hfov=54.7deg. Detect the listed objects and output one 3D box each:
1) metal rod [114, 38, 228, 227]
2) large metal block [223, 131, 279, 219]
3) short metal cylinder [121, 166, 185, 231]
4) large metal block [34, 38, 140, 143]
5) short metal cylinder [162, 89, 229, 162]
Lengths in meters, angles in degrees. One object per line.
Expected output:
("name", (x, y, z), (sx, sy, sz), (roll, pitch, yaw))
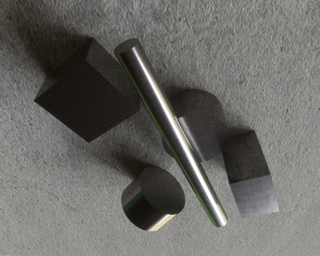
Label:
("metal rod", (0.029, 0.031, 0.367), (0.025, 0.025, 0.299), (-18, 128, 15))
("large metal block", (0.122, 0.064, 0.427), (0.050, 0.080, 0.080), (-16, 128, 13))
("short metal cylinder", (-0.010, 0.104, 0.460), (0.080, 0.080, 0.050), (27, 125, -22))
("large metal block", (-0.079, -0.040, 0.356), (0.080, 0.050, 0.080), (-31, 124, 23))
("short metal cylinder", (0.043, -0.001, 0.390), (0.081, 0.050, 0.079), (0, 130, 0))
